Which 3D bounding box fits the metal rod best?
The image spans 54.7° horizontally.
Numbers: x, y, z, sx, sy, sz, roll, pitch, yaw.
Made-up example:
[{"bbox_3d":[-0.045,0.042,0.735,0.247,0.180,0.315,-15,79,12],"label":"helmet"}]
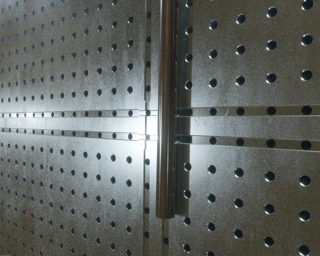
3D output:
[{"bbox_3d":[0.010,-0.035,0.399,0.025,0.025,0.298,2,91,39],"label":"metal rod"}]
